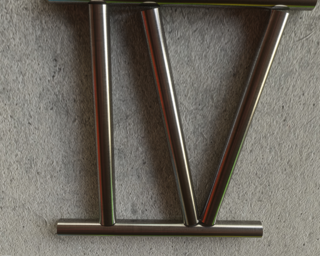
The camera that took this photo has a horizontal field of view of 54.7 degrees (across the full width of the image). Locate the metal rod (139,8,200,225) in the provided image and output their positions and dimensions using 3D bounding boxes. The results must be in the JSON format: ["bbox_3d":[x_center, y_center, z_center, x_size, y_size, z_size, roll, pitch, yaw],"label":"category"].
[{"bbox_3d":[0.017,0.000,0.410,0.025,0.025,0.298,-11,110,3],"label":"metal rod"}]

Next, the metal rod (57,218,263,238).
[{"bbox_3d":[0.001,0.151,0.466,0.302,0.025,0.025,1,110,-1],"label":"metal rod"}]

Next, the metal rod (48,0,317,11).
[{"bbox_3d":[0.026,-0.152,0.355,0.302,0.025,0.025,1,110,-1],"label":"metal rod"}]

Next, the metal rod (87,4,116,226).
[{"bbox_3d":[-0.074,-0.003,0.408,0.025,0.025,0.298,1,110,-1],"label":"metal rod"}]

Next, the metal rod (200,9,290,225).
[{"bbox_3d":[0.105,0.000,0.412,0.025,0.025,0.298,12,109,-5],"label":"metal rod"}]
